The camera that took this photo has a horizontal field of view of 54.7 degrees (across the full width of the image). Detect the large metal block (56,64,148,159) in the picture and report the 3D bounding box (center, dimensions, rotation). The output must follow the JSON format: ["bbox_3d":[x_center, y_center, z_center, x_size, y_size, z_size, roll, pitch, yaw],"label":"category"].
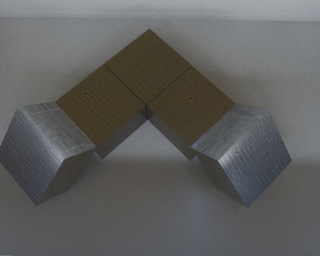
[{"bbox_3d":[-0.074,-0.020,0.401,0.080,0.050,0.080,-42,76,-14],"label":"large metal block"}]

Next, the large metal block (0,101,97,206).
[{"bbox_3d":[-0.133,0.028,0.360,0.080,0.050,0.080,44,118,14],"label":"large metal block"}]

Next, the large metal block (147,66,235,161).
[{"bbox_3d":[0.041,-0.018,0.401,0.080,0.050,0.080,-42,76,-14],"label":"large metal block"}]

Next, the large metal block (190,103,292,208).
[{"bbox_3d":[0.096,0.030,0.361,0.080,0.050,0.080,-42,119,-14],"label":"large metal block"}]

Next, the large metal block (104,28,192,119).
[{"bbox_3d":[-0.015,-0.073,0.421,0.080,0.050,0.080,-42,76,-14],"label":"large metal block"}]
